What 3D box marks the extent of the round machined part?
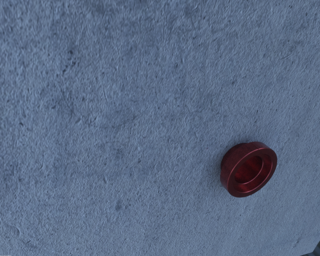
[{"bbox_3d":[0.140,0.063,0.511,0.099,0.042,0.097,-14,124,-21],"label":"round machined part"}]
